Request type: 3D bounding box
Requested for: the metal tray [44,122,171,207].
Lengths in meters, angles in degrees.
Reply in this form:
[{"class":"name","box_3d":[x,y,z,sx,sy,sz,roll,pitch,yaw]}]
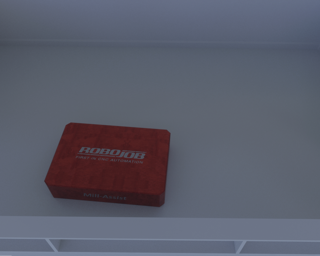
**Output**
[{"class":"metal tray","box_3d":[-0.056,0.041,0.367,0.131,0.030,0.090,4,50,3]}]
